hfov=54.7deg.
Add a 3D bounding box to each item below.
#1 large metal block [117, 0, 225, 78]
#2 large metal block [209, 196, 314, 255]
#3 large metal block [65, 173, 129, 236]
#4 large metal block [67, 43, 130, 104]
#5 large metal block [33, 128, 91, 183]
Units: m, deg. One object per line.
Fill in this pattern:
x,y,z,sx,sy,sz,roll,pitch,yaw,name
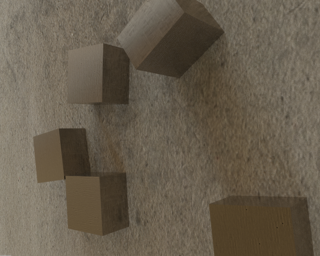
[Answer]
0.013,-0.107,0.357,0.080,0.081,0.050,-44,64,31,large metal block
0.100,0.112,0.305,0.080,0.050,0.080,-9,84,39,large metal block
-0.095,0.109,0.464,0.080,0.050,0.080,-6,86,39,large metal block
-0.092,-0.076,0.462,0.080,0.050,0.079,3,92,39,large metal block
-0.167,0.047,0.523,0.080,0.050,0.080,-14,81,39,large metal block
